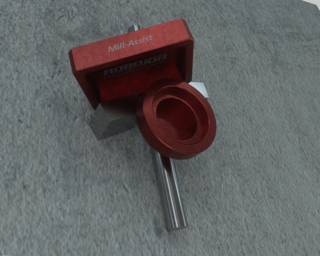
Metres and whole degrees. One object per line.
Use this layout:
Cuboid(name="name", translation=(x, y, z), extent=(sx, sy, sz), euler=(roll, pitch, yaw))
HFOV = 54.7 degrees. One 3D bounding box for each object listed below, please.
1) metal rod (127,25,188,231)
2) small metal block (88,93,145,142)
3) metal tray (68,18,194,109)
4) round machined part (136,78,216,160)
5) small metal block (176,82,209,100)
Cuboid(name="metal rod", translation=(-0.009, -0.018, 0.413), extent=(0.025, 0.025, 0.299), euler=(2, 61, -28))
Cuboid(name="small metal block", translation=(-0.051, -0.013, 0.370), extent=(0.050, 0.050, 0.025), euler=(-21, 73, -36))
Cuboid(name="metal tray", translation=(-0.028, -0.070, 0.363), extent=(0.131, 0.090, 0.030), euler=(-17, 67, -4))
Cuboid(name="round machined part", translation=(0.016, -0.007, 0.373), extent=(0.099, 0.042, 0.098), euler=(14, 59, -24))
Cuboid(name="small metal block", translation=(0.031, -0.040, 0.432), extent=(0.050, 0.050, 0.025), euler=(-2, 63, -29))
